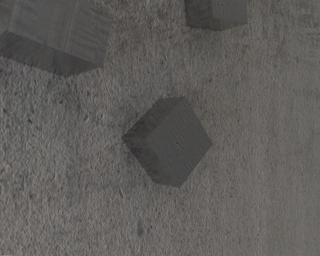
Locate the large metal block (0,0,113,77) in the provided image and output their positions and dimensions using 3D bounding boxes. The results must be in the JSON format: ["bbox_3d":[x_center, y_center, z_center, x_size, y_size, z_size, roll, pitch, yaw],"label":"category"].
[{"bbox_3d":[-0.103,-0.087,0.283,0.081,0.080,0.050,15,80,-39],"label":"large metal block"}]

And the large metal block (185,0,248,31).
[{"bbox_3d":[0.082,-0.192,0.456,0.081,0.050,0.079,-9,96,-40],"label":"large metal block"}]

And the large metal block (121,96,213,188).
[{"bbox_3d":[0.011,0.017,0.398,0.080,0.050,0.080,-48,119,-29],"label":"large metal block"}]
